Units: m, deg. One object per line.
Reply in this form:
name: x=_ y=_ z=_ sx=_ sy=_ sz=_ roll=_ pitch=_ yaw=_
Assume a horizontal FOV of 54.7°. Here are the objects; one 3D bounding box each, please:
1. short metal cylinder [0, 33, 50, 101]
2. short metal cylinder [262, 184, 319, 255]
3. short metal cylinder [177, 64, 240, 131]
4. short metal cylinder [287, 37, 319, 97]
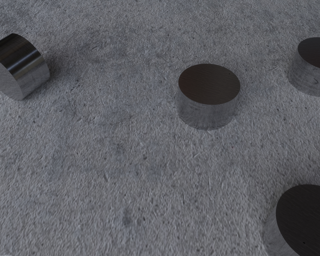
short metal cylinder: x=-0.205 y=-0.085 z=0.438 sx=0.080 sy=0.080 sz=0.050 roll=26 pitch=55 yaw=20
short metal cylinder: x=0.147 y=0.103 z=0.302 sx=0.080 sy=0.050 sz=0.080 roll=0 pitch=50 yaw=0
short metal cylinder: x=0.064 y=-0.043 z=0.423 sx=0.080 sy=0.050 sz=0.080 roll=0 pitch=50 yaw=0
short metal cylinder: x=0.241 y=-0.092 z=0.466 sx=0.080 sy=0.050 sz=0.080 roll=0 pitch=50 yaw=0
